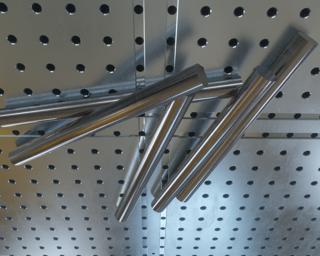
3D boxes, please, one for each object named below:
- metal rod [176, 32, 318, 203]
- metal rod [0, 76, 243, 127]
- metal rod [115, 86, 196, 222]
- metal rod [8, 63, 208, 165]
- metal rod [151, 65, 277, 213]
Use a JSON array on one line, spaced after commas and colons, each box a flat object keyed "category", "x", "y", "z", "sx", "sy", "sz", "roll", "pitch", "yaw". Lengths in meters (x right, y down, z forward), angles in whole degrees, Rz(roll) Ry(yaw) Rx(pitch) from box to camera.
[{"category": "metal rod", "x": 0.097, "y": 0.008, "z": 0.419, "sx": 0.025, "sy": 0.025, "sz": 0.298, "roll": 19, "pitch": 128, "yaw": -16}, {"category": "metal rod", "x": -0.052, "y": -0.032, "z": 0.383, "sx": 0.302, "sy": 0.025, "sz": 0.025, "roll": -7, "pitch": 130, "yaw": 5}, {"category": "metal rod", "x": -0.019, "y": 0.055, "z": 0.439, "sx": 0.025, "sy": 0.025, "sz": 0.298, "roll": 14, "pitch": 134, "yaw": -12}, {"category": "metal rod", "x": -0.082, "y": -0.005, "z": 0.374, "sx": 0.300, "sy": 0.025, "sz": 0.025, "roll": -21, "pitch": 128, "yaw": 28}, {"category": "metal rod", "x": 0.054, "y": 0.037, "z": 0.424, "sx": 0.025, "sy": 0.025, "sz": 0.298, "roll": 17, "pitch": 134, "yaw": -15}]
